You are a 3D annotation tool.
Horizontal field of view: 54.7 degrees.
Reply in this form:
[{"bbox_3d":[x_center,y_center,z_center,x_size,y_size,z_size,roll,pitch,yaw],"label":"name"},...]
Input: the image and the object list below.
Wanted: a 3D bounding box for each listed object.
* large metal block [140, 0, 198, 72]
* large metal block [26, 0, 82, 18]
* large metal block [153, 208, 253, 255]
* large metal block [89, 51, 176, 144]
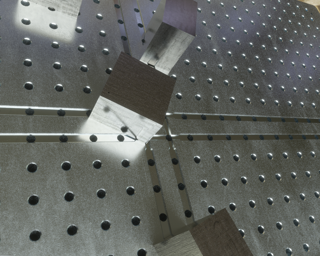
[{"bbox_3d":[0.013,-0.148,0.472,0.050,0.080,0.080,20,54,-17],"label":"large metal block"},{"bbox_3d":[-0.148,-0.218,0.446,0.081,0.050,0.080,14,56,-21],"label":"large metal block"},{"bbox_3d":[0.048,0.138,0.316,0.050,0.080,0.080,-19,72,-35],"label":"large metal block"},{"bbox_3d":[-0.033,-0.039,0.399,0.080,0.050,0.080,26,53,-13],"label":"large metal block"}]
